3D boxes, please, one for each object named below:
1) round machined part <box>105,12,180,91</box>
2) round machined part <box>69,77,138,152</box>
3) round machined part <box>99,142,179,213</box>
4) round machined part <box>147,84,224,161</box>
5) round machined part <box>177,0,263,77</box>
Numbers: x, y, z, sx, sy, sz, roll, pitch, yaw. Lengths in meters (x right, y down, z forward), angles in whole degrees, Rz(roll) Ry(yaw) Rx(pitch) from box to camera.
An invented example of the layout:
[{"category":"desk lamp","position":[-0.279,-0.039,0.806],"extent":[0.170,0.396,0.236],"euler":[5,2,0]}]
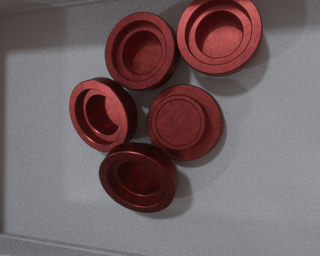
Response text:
[{"category":"round machined part","position":[-0.019,-0.096,0.405],"extent":[0.098,0.042,0.097],"euler":[0,91,23]},{"category":"round machined part","position":[-0.070,-0.020,0.413],"extent":[0.098,0.042,0.097],"euler":[12,115,28]},{"category":"round machined part","position":[-0.024,0.058,0.394],"extent":[0.098,0.042,0.097],"euler":[9,123,14]},{"category":"round machined part","position":[0.028,-0.007,0.391],"extent":[0.098,0.042,0.097],"euler":[0,90,19]},{"category":"round machined part","position":[0.073,-0.110,0.375],"extent":[0.098,0.042,0.097],"euler":[0,90,19]}]
